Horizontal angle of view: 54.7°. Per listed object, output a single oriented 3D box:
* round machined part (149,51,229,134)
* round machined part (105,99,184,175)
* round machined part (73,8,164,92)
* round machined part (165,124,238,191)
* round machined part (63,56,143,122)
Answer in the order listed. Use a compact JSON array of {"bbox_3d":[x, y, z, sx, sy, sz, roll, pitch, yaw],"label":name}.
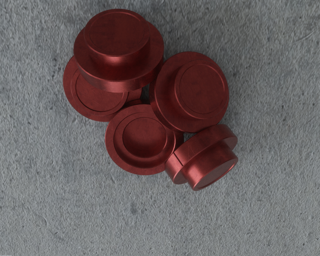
[{"bbox_3d":[0.040,-0.043,0.364,0.099,0.042,0.097,1,86,-21],"label":"round machined part"},{"bbox_3d":[-0.019,0.009,0.405,0.099,0.042,0.097,0,110,-1],"label":"round machined part"},{"bbox_3d":[-0.045,-0.090,0.337,0.099,0.098,0.042,1,152,-1],"label":"round machined part"},{"bbox_3d":[0.058,0.043,0.389,0.098,0.098,0.042,-41,65,13],"label":"round machined part"},{"bbox_3d":[-0.071,-0.053,0.383,0.099,0.042,0.097,0,110,-1],"label":"round machined part"}]
